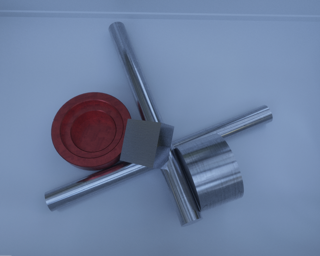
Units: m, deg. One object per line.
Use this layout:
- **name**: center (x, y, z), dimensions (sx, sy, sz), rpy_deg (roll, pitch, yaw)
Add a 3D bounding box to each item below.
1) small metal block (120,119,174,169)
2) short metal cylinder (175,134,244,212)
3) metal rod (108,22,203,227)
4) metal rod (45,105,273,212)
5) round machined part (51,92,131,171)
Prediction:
- **small metal block**: center (-0.015, 0.018, 0.358), dimensions (0.050, 0.025, 0.050), rpy_deg (8, 85, 37)
- **short metal cylinder**: center (0.055, 0.052, 0.361), dimensions (0.050, 0.080, 0.080), rpy_deg (-19, 71, -7)
- **metal rod**: center (-0.015, -0.024, 0.398), dimensions (0.025, 0.025, 0.299), rpy_deg (-18, 64, -7)
- **metal rod**: center (0.005, 0.035, 0.395), dimensions (0.302, 0.025, 0.025), rpy_deg (-21, 72, -8)
- **round machined part**: center (-0.083, 0.007, 0.396), dimensions (0.099, 0.042, 0.098), rpy_deg (0, 70, -1)
